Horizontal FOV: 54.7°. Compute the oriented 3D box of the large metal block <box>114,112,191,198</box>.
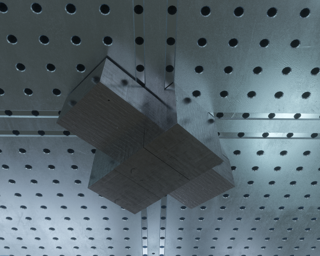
[{"bbox_3d":[-0.009,0.031,0.402,0.050,0.080,0.080,-37,122,26],"label":"large metal block"}]

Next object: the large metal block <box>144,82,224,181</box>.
[{"bbox_3d":[0.028,0.004,0.380,0.050,0.080,0.080,-37,122,26],"label":"large metal block"}]

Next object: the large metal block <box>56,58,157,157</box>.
[{"bbox_3d":[-0.061,-0.022,0.372,0.080,0.050,0.080,-37,122,28],"label":"large metal block"}]

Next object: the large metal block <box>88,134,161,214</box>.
[{"bbox_3d":[-0.045,0.058,0.425,0.050,0.080,0.080,-37,122,26],"label":"large metal block"}]

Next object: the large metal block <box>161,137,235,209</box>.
[{"bbox_3d":[0.049,0.064,0.451,0.080,0.050,0.080,-36,122,27],"label":"large metal block"}]
